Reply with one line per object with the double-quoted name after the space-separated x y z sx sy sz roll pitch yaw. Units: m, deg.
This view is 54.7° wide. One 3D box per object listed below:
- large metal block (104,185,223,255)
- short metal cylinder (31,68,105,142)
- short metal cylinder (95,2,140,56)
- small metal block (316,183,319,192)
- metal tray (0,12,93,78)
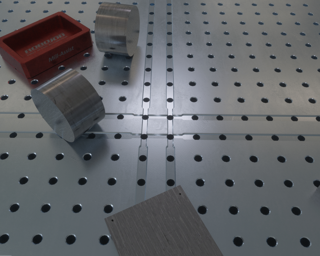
0.002 0.114 0.295 0.081 0.050 0.080 -21 53 -17 "large metal block"
-0.117 -0.029 0.395 0.080 0.080 0.050 33 58 24 "short metal cylinder"
-0.068 -0.161 0.507 0.050 0.080 0.080 10 51 8 "short metal cylinder"
0.219 0.063 0.356 0.050 0.025 0.050 34 57 25 "small metal block"
-0.193 -0.145 0.524 0.090 0.030 0.131 37 59 26 "metal tray"
